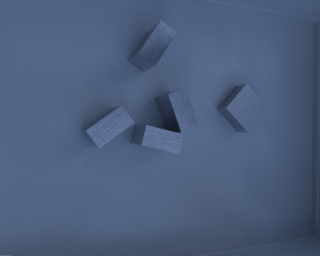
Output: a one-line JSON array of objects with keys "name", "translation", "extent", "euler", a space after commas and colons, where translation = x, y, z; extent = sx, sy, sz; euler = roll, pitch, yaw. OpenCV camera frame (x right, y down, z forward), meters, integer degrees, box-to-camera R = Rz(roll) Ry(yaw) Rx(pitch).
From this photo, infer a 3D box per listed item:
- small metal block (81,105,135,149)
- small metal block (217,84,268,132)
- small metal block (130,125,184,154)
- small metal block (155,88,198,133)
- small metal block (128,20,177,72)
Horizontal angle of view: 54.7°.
[{"name": "small metal block", "translation": [-0.064, -0.002, 0.374], "extent": [0.050, 0.050, 0.025], "euler": [-37, 103, -16]}, {"name": "small metal block", "translation": [0.122, -0.029, 0.457], "extent": [0.050, 0.025, 0.050], "euler": [46, 76, -15]}, {"name": "small metal block", "translation": [-0.005, 0.014, 0.397], "extent": [0.050, 0.050, 0.025], "euler": [14, 85, -20]}, {"name": "small metal block", "translation": [0.021, -0.022, 0.406], "extent": [0.025, 0.050, 0.050], "euler": [-22, 98, -19]}, {"name": "small metal block", "translation": [-0.011, -0.102, 0.394], "extent": [0.025, 0.050, 0.050], "euler": [35, 79, -17]}]
